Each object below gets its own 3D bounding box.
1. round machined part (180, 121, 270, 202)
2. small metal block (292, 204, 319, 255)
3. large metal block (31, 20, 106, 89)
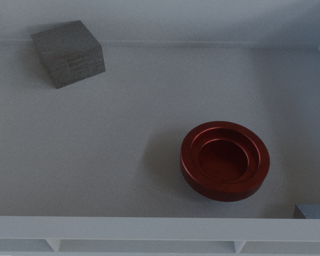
[{"bbox_3d":[0.072,0.042,0.360,0.099,0.042,0.098,0,50,0],"label":"round machined part"},{"bbox_3d":[0.168,0.101,0.308,0.050,0.025,0.050,2,17,1],"label":"small metal block"},{"bbox_3d":[-0.142,-0.116,0.485,0.081,0.050,0.080,-25,55,-20],"label":"large metal block"}]
